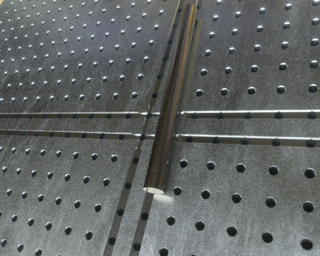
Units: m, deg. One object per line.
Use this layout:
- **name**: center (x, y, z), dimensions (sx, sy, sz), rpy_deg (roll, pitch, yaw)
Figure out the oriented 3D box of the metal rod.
- **metal rod**: center (0.020, -0.057, 0.431), dimensions (0.025, 0.025, 0.299), rpy_deg (-2, 60, 27)
